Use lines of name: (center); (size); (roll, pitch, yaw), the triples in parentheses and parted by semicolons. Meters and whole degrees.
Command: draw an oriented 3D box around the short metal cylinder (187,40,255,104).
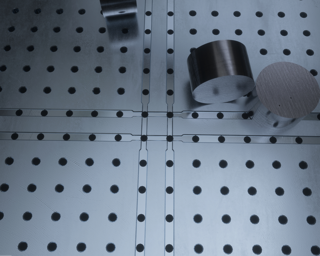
short metal cylinder: (0.079, -0.072, 0.409); (0.081, 0.080, 0.050); (-6, 70, -2)

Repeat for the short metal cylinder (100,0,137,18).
short metal cylinder: (-0.065, -0.208, 0.458); (0.050, 0.080, 0.080); (-9, 70, -3)

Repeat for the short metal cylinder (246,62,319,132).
short metal cylinder: (0.162, -0.041, 0.414); (0.081, 0.050, 0.080); (0, 70, 0)
